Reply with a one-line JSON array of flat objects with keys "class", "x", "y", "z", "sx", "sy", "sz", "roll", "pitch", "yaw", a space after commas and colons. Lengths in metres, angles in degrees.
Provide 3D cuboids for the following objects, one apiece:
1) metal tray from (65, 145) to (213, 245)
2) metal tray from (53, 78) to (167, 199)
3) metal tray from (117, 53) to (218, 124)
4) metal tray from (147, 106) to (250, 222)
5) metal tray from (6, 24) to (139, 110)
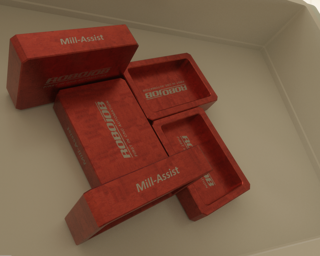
[{"class": "metal tray", "x": -0.020, "y": 0.066, "z": 0.310, "sx": 0.131, "sy": 0.090, "sz": 0.030, "roll": -19, "pitch": 72, "yaw": -35}, {"class": "metal tray", "x": -0.057, "y": 0.008, "z": 0.365, "sx": 0.091, "sy": 0.030, "sz": 0.130, "roll": -19, "pitch": 72, "yaw": -36}, {"class": "metal tray", "x": 0.010, "y": -0.056, "z": 0.441, "sx": 0.131, "sy": 0.030, "sz": 0.090, "roll": -19, "pitch": 72, "yaw": -35}, {"class": "metal tray", "x": 0.048, "y": 0.041, "z": 0.402, "sx": 0.091, "sy": 0.030, "sz": 0.130, "roll": -19, "pitch": 72, "yaw": -36}, {"class": "metal tray", "x": -0.098, "y": -0.069, "z": 0.350, "sx": 0.131, "sy": 0.090, "sz": 0.030, "roll": -20, "pitch": 73, "yaw": -36}]
